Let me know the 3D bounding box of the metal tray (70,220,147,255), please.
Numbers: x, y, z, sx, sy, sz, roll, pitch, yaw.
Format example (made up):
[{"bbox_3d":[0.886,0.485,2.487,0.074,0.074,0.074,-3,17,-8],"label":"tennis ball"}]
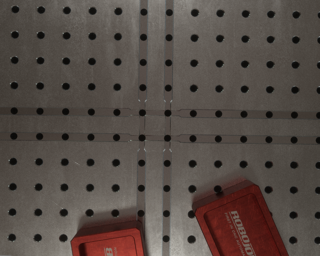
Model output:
[{"bbox_3d":[-0.060,0.197,0.410,0.091,0.030,0.129,-9,90,-1],"label":"metal tray"}]

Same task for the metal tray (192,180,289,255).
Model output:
[{"bbox_3d":[0.109,0.147,0.412,0.090,0.030,0.129,-23,90,-1],"label":"metal tray"}]
